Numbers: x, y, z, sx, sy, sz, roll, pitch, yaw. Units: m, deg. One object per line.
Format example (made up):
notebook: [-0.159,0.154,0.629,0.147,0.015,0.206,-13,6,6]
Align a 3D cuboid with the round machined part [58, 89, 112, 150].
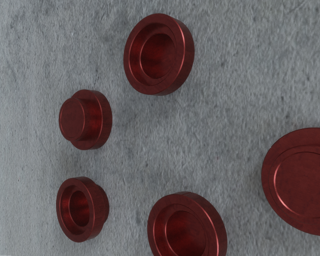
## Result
round machined part: [-0.125,-0.013,0.494,0.098,0.042,0.097,0,90,39]

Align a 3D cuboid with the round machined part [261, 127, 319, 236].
round machined part: [0.139,0.048,0.279,0.098,0.042,0.097,0,90,39]

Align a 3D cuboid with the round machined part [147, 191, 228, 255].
round machined part: [0.035,0.123,0.363,0.098,0.042,0.097,0,90,39]

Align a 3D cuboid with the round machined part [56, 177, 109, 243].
round machined part: [-0.118,0.125,0.489,0.098,0.042,0.097,0,90,39]

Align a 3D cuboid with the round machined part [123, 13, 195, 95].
round machined part: [0.003,-0.089,0.390,0.098,0.042,0.097,0,90,39]
